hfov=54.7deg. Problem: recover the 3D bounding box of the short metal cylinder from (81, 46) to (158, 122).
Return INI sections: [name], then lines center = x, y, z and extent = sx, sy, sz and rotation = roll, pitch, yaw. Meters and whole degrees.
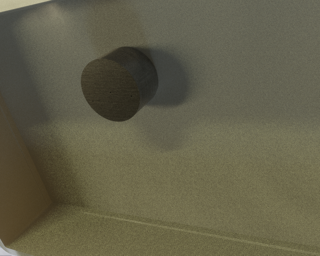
[short metal cylinder]
center = -0.049, -0.055, 0.383
extent = 0.080, 0.050, 0.079
rotation = 13, 124, 20
